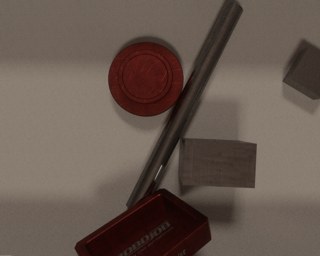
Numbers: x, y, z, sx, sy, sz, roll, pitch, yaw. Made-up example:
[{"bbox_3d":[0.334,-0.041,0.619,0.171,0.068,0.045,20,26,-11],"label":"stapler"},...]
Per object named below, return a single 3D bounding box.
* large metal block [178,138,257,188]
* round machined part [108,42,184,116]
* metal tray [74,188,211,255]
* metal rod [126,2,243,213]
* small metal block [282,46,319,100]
[{"bbox_3d":[0.067,0.040,0.385,0.081,0.080,0.050,3,90,-1],"label":"large metal block"},{"bbox_3d":[-0.018,-0.064,0.403,0.099,0.042,0.097,0,90,-1],"label":"round machined part"},{"bbox_3d":[-0.018,0.129,0.353,0.131,0.090,0.030,-28,120,-27],"label":"metal tray"},{"bbox_3d":[0.033,-0.027,0.411,0.025,0.025,0.299,26,90,-1],"label":"metal rod"},{"bbox_3d":[0.203,-0.073,0.414,0.050,0.025,0.050,31,90,-1],"label":"small metal block"}]
